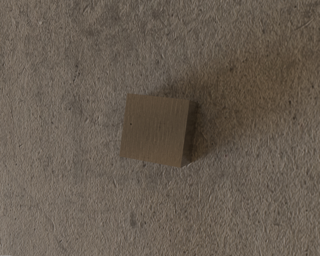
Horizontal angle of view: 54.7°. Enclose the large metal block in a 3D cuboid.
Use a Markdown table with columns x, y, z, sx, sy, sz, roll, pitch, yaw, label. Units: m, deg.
| x | y | z | sx | sy | sz | roll | pitch | yaw | label |
| --- | --- | --- | --- | --- | --- | --- | --- | --- | --- |
| 0.000 | 0.001 | 0.396 | 0.080 | 0.050 | 0.079 | 8 | 93 | 19 | large metal block |
